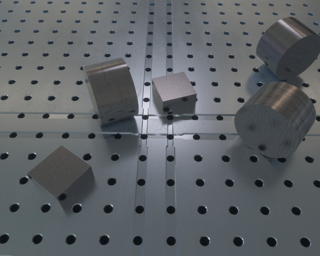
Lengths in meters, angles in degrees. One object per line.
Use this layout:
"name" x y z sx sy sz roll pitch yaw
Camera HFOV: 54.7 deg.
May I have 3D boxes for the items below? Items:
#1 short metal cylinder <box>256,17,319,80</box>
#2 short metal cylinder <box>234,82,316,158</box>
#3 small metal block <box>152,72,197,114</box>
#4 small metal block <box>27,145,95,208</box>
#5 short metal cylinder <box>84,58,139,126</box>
"short metal cylinder" 0.197 -0.121 0.475 0.081 0.080 0.050 -19 53 -15
"short metal cylinder" 0.140 -0.010 0.381 0.080 0.080 0.050 32 57 24
"small metal block" 0.020 -0.052 0.452 0.050 0.025 0.050 -14 52 -12
"small metal block" -0.114 0.055 0.360 0.050 0.025 0.050 30 56 23
"short metal cylinder" -0.066 -0.048 0.412 0.050 0.080 0.080 -18 52 -14
